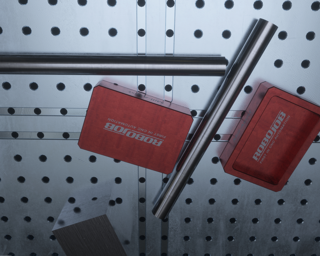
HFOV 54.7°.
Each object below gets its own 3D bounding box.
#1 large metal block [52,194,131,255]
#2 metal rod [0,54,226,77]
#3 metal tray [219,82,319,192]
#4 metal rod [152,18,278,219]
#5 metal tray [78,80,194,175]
[{"bbox_3d":[-0.097,0.154,0.456,0.080,0.050,0.080,-19,109,6],"label":"large metal block"},{"bbox_3d":[-0.071,-0.078,0.383,0.302,0.025,0.025,0,110,-1],"label":"metal rod"},{"bbox_3d":[0.150,0.014,0.418,0.090,0.030,0.129,22,108,-9],"label":"metal tray"},{"bbox_3d":[0.064,0.001,0.414,0.025,0.025,0.298,24,108,-9],"label":"metal rod"},{"bbox_3d":[-0.032,0.001,0.411,0.131,0.030,0.089,18,109,-7],"label":"metal tray"}]
